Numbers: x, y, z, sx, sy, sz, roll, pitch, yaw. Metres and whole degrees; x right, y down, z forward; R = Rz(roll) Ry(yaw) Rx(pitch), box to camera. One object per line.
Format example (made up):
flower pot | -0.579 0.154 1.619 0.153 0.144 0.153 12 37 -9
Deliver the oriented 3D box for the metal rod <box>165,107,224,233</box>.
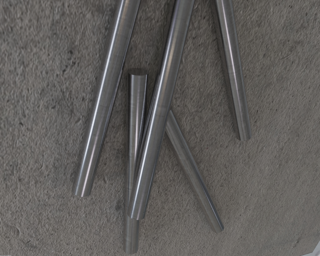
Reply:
metal rod | 0.056 0.081 0.486 0.025 0.025 0.299 -33 129 -7

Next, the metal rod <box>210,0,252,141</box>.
metal rod | 0.089 -0.099 0.393 0.025 0.025 0.299 -29 128 -10

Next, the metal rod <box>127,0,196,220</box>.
metal rod | -0.001 -0.023 0.369 0.025 0.025 0.298 2 111 -30

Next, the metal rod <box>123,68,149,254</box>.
metal rod | -0.036 0.065 0.426 0.025 0.025 0.298 -9 123 -24

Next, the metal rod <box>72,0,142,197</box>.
metal rod | -0.058 -0.049 0.344 0.025 0.025 0.298 5 116 -31
